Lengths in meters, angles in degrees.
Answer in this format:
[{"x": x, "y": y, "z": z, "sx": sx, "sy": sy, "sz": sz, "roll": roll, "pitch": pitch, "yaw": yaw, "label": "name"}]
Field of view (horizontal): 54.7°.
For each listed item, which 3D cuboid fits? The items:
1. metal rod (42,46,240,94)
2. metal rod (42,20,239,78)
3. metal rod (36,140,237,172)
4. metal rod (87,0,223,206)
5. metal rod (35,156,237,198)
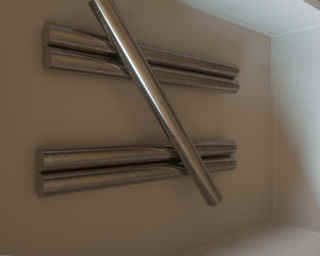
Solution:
[{"x": 0.003, "y": -0.068, "z": 0.406, "sx": 0.302, "sy": 0.025, "sz": 0.025, "roll": 1, "pitch": 90, "yaw": -40, "label": "metal rod"}, {"x": 0.002, "y": -0.093, "z": 0.406, "sx": 0.302, "sy": 0.025, "sz": 0.025, "roll": 1, "pitch": 90, "yaw": -40, "label": "metal rod"}, {"x": -0.002, "y": 0.031, "z": 0.402, "sx": 0.302, "sy": 0.025, "sz": 0.025, "roll": 0, "pitch": 90, "yaw": -40, "label": "metal rod"}, {"x": 0.006, "y": -0.017, "z": 0.378, "sx": 0.025, "sy": 0.025, "sz": 0.299, "roll": -46, "pitch": 117, "yaw": -30, "label": "metal rod"}, {"x": -0.003, "y": 0.056, "z": 0.402, "sx": 0.302, "sy": 0.025, "sz": 0.025, "roll": 0, "pitch": 90, "yaw": -40, "label": "metal rod"}]
